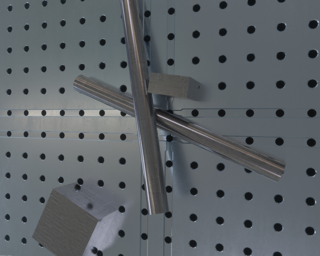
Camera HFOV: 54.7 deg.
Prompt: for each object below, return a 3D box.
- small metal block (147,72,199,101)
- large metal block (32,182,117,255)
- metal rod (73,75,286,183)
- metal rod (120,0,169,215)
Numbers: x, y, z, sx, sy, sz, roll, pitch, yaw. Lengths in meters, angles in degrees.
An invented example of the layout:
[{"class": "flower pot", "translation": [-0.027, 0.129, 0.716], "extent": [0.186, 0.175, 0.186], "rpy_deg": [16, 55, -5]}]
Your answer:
[{"class": "small metal block", "translation": [0.018, -0.052, 0.393], "extent": [0.050, 0.050, 0.025], "rpy_deg": [10, 94, 19]}, {"class": "large metal block", "translation": [-0.121, 0.136, 0.442], "extent": [0.080, 0.050, 0.080], "rpy_deg": [28, 99, 17]}, {"class": "metal rod", "translation": [0.012, -0.007, 0.408], "extent": [0.301, 0.025, 0.025], "rpy_deg": [25, 98, 18]}, {"class": "metal rod", "translation": [-0.023, -0.044, 0.397], "extent": [0.025, 0.025, 0.299], "rpy_deg": [-13, 77, 19]}]
